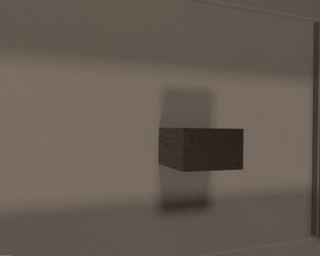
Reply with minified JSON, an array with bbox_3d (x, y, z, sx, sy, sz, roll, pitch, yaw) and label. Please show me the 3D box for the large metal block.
[{"bbox_3d":[0.050,0.025,0.401,0.081,0.080,0.050,1,90,-20],"label":"large metal block"}]
